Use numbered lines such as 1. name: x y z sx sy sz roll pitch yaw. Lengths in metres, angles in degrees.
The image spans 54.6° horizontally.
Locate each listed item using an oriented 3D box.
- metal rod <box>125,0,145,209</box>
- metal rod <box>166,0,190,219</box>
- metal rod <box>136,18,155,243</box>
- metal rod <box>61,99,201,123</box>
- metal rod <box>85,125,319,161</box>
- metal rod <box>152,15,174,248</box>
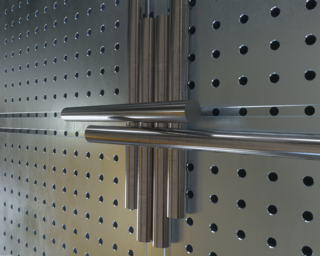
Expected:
1. metal rod: -0.035 -0.037 0.439 0.025 0.025 0.298 1 91 40
2. metal rod: 0.023 -0.038 0.390 0.025 0.025 0.298 1 91 40
3. metal rod: -0.017 0.003 0.423 0.025 0.025 0.298 2 91 40
4. metal rod: -0.064 -0.021 0.433 0.299 0.025 0.025 2 91 49
5. metal rod: 0.032 0.013 0.357 0.300 0.025 0.025 2 92 31
6. metal rod: 0.004 0.005 0.408 0.025 0.025 0.298 1 91 40
